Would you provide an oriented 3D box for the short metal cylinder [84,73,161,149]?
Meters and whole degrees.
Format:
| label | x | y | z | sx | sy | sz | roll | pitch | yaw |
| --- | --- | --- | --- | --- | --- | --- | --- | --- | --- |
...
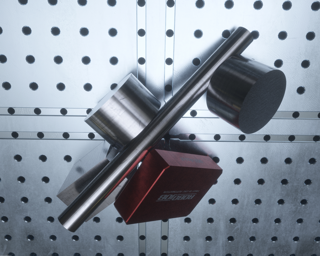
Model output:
| label | x | y | z | sx | sy | sz | roll | pitch | yaw |
| --- | --- | --- | --- | --- | --- | --- | --- | --- | --- |
| short metal cylinder | -0.045 | -0.020 | 0.376 | 0.080 | 0.080 | 0.050 | -41 | 105 | 13 |

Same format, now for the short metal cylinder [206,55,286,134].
| label | x | y | z | sx | sy | sz | roll | pitch | yaw |
| --- | --- | --- | --- | --- | --- | --- | --- | --- | --- |
| short metal cylinder | 0.102 | -0.040 | 0.366 | 0.081 | 0.050 | 0.079 | -24 | 132 | -29 |

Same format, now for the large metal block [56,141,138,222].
| label | x | y | z | sx | sy | sz | roll | pitch | yaw |
| --- | --- | --- | --- | --- | --- | --- | --- | --- | --- |
| large metal block | -0.077 | 0.061 | 0.405 | 0.080 | 0.080 | 0.050 | -38 | 106 | 12 |

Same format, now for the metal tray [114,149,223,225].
| label | x | y | z | sx | sy | sz | roll | pitch | yaw |
| --- | --- | --- | --- | --- | --- | --- | --- | --- | --- |
| metal tray | 0.016 | 0.076 | 0.396 | 0.131 | 0.030 | 0.090 | 13 | 117 | -50 |

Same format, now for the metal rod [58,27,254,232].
| label | x | y | z | sx | sy | sz | roll | pitch | yaw |
| --- | --- | --- | --- | --- | --- | --- | --- | --- | --- |
| metal rod | 0.001 | -0.004 | 0.355 | 0.025 | 0.025 | 0.300 | 45 | 82 | -15 |
